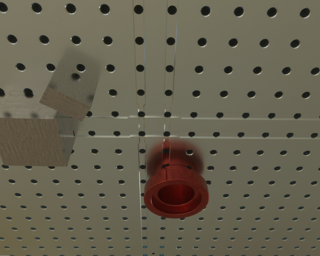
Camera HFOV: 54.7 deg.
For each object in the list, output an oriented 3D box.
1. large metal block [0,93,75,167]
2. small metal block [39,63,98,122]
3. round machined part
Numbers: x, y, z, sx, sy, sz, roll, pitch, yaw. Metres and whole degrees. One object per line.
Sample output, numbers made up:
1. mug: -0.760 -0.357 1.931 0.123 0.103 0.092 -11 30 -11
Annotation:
1. large metal block: -0.160 0.003 0.396 0.081 0.050 0.079 1 130 -2
2. small metal block: -0.104 -0.041 0.358 0.050 0.050 0.025 26 125 -21
3. round machined part: 0.025 0.095 0.482 0.099 0.042 0.097 -1 130 0
